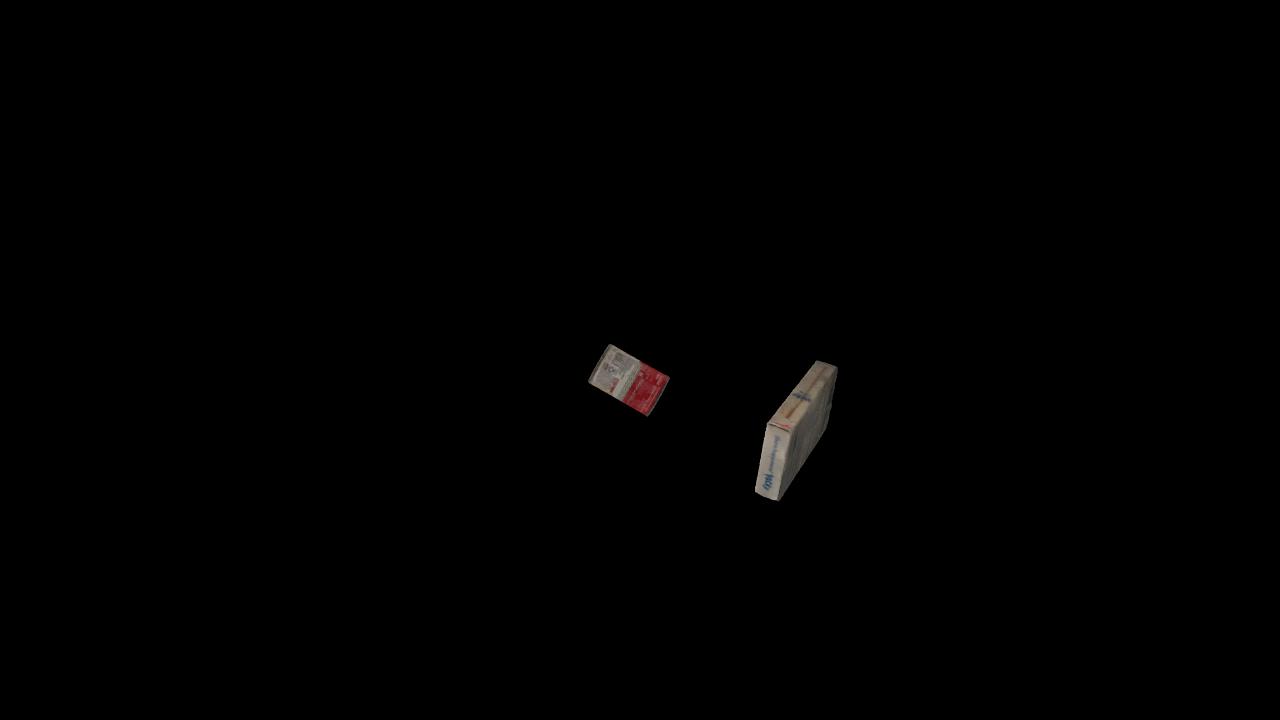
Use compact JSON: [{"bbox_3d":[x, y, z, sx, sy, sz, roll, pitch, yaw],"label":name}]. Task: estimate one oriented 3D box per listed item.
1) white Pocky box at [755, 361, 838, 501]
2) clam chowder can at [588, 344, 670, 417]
[{"bbox_3d":[0.163,0.068,0.628,0.028,0.084,0.154,18,32,27],"label":"white Pocky box"},{"bbox_3d":[-0.017,0.029,0.903,0.102,0.068,0.068,30,-1,-1],"label":"clam chowder can"}]
